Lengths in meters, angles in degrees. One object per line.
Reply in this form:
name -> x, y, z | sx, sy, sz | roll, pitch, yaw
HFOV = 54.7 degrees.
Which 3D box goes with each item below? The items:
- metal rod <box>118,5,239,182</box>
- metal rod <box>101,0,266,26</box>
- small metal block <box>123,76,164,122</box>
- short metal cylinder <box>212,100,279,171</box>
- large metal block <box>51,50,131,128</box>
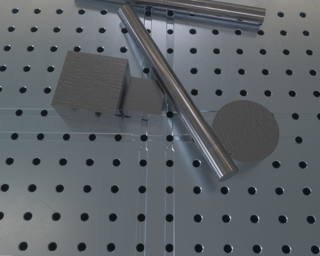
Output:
metal rod -> 0.011, -0.064, 0.407 | 0.025, 0.025, 0.299 | -24, 62, -9
metal rod -> 0.010, -0.197, 0.483 | 0.302, 0.025, 0.025 | 10, 70, 3
small metal block -> -0.020, -0.039, 0.426 | 0.050, 0.025, 0.050 | 9, 70, 3
short metal cylinder -> 0.103, 0.011, 0.395 | 0.081, 0.050, 0.080 | 0, 70, 0
large metal block -> -0.088, -0.051, 0.416 | 0.080, 0.050, 0.080 | 9, 70, 3
